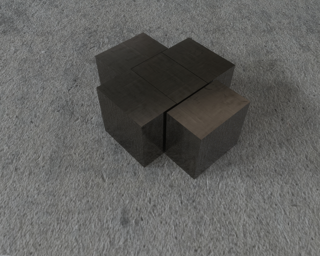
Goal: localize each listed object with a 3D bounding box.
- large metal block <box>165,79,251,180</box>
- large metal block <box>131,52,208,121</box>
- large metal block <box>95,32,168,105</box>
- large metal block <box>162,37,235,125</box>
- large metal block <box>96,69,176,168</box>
[{"bbox_3d":[0.054,0.002,0.368,0.080,0.080,0.050,-35,59,-26],"label":"large metal block"},{"bbox_3d":[0.010,-0.037,0.401,0.050,0.080,0.080,-35,59,-26],"label":"large metal block"},{"bbox_3d":[-0.036,-0.073,0.430,0.080,0.080,0.050,-35,59,-26],"label":"large metal block"},{"bbox_3d":[0.048,-0.063,0.423,0.050,0.080,0.080,-35,59,-26],"label":"large metal block"},{"bbox_3d":[-0.028,-0.011,0.379,0.050,0.080,0.080,-35,59,-26],"label":"large metal block"}]
